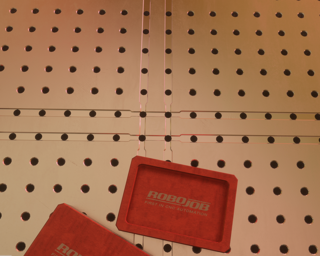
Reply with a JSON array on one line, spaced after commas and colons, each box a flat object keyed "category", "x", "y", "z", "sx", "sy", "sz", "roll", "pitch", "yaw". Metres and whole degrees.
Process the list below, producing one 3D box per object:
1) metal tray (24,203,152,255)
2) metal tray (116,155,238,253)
[{"category": "metal tray", "x": -0.082, "y": 0.157, "z": 0.351, "sx": 0.130, "sy": 0.030, "sz": 0.090, "roll": 28, "pitch": 72, "yaw": 9}, {"category": "metal tray", "x": 0.021, "y": 0.091, "z": 0.375, "sx": 0.131, "sy": 0.030, "sz": 0.090, "roll": 11, "pitch": 70, "yaw": 3}]
